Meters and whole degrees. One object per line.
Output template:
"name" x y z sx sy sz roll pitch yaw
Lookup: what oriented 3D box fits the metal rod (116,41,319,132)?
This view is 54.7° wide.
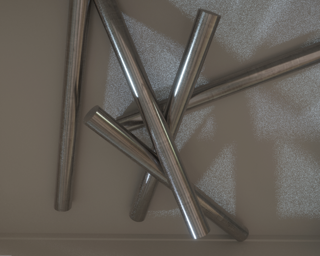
"metal rod" 0.088 -0.054 0.392 0.301 0.025 0.025 -20 109 7

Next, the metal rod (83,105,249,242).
"metal rod" 0.025 0.073 0.403 0.025 0.025 0.300 -41 119 14

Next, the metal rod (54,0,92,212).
"metal rod" -0.115 -0.023 0.401 0.025 0.025 0.298 10 110 -4

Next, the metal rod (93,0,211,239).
"metal rod" -0.009 -0.013 0.362 0.025 0.025 0.299 -22 92 8

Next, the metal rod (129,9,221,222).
"metal rod" 0.009 0.005 0.389 0.025 0.025 0.298 16 118 -6
